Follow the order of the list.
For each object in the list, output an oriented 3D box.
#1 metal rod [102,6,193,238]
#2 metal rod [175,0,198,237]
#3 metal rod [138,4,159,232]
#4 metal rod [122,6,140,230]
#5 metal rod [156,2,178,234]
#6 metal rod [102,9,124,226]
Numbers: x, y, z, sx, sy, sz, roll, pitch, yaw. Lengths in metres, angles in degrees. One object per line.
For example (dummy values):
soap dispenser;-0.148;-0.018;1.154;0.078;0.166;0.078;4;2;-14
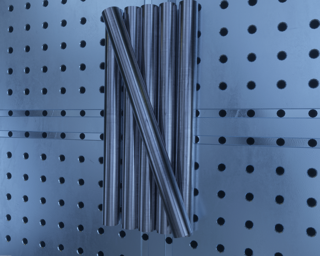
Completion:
metal rod;-0.018;-0.012;0.393;0.025;0.025;0.299;-20;83;19
metal rod;0.034;-0.012;0.402;0.025;0.025;0.298;1;90;20
metal rod;-0.016;-0.013;0.417;0.025;0.025;0.298;1;90;20
metal rod;-0.038;-0.013;0.426;0.025;0.025;0.298;1;90;20
metal rod;0.009;-0.012;0.410;0.025;0.025;0.298;1;90;20
metal rod;-0.066;-0.015;0.435;0.025;0.025;0.298;1;90;20
